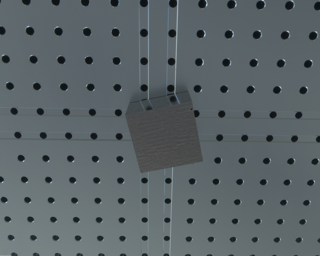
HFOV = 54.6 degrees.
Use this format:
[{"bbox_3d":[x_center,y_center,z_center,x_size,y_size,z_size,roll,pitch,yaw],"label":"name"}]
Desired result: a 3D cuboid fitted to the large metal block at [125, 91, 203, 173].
[{"bbox_3d":[0.006,0.004,0.401,0.080,0.050,0.080,-11,110,4],"label":"large metal block"}]
